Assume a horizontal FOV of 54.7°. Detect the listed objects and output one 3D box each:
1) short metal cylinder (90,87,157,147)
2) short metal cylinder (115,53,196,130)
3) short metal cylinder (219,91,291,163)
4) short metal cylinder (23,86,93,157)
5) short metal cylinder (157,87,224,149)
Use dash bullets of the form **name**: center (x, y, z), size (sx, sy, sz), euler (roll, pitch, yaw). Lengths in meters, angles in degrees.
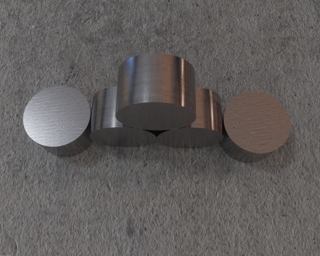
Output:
- **short metal cylinder**: center (-0.044, -0.011, 0.384), size (0.081, 0.080, 0.050), euler (0, 70, 0)
- **short metal cylinder**: center (-0.004, -0.034, 0.319), size (0.080, 0.080, 0.050), euler (1, 71, 0)
- **short metal cylinder**: center (0.117, 0.000, 0.396), size (0.081, 0.050, 0.080), euler (0, 70, -1)
- **short metal cylinder**: center (-0.125, -0.007, 0.398), size (0.081, 0.050, 0.080), euler (0, 70, -1)
- **short metal cylinder**: center (0.036, -0.010, 0.384), size (0.081, 0.080, 0.050), euler (0, 69, 0)
